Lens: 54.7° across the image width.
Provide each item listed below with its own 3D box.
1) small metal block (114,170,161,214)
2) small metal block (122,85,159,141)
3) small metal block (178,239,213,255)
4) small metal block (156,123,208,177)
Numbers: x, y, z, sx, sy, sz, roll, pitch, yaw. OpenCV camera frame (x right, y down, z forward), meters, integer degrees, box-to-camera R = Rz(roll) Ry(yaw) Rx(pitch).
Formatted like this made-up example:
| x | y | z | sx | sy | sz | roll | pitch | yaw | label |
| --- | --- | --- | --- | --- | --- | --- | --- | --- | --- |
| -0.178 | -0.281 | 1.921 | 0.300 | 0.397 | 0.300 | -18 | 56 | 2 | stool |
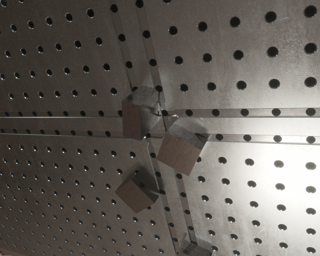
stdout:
| x | y | z | sx | sy | sz | roll | pitch | yaw | label |
| --- | --- | --- | --- | --- | --- | --- | --- | --- | --- |
| -0.035 | 0.102 | 0.492 | 0.050 | 0.025 | 0.050 | 46 | 129 | -5 | small metal block |
| -0.024 | -0.020 | 0.394 | 0.025 | 0.050 | 0.050 | 15 | 125 | 19 | small metal block |
| 0.056 | 0.221 | 0.518 | 0.050 | 0.025 | 0.050 | 18 | 126 | 17 | small metal block |
| 0.028 | 0.029 | 0.413 | 0.050 | 0.025 | 0.050 | 27 | 128 | 10 | small metal block |
